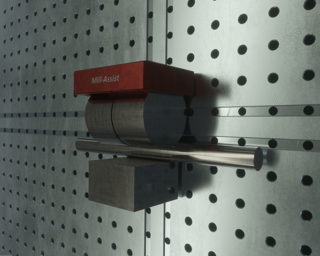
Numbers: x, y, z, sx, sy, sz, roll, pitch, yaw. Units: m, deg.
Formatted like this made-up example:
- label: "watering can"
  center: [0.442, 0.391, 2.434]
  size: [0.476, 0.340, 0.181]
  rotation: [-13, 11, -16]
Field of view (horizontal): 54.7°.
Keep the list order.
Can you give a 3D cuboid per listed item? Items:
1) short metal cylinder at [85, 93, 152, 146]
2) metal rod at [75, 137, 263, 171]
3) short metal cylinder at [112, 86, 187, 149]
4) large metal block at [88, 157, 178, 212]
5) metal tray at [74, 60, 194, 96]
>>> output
- label: "short metal cylinder"
  center: [-0.051, -0.016, 0.412]
  size: [0.050, 0.081, 0.079]
  rotation: [1, 91, 40]
- label: "metal rod"
  center: [-0.014, 0.029, 0.415]
  size: [0.300, 0.025, 0.025]
  rotation: [2, 91, 40]
- label: "short metal cylinder"
  center: [-0.011, -0.016, 0.379]
  size: [0.050, 0.081, 0.079]
  rotation: [2, 92, 40]
- label: "large metal block"
  center: [-0.033, 0.067, 0.395]
  size: [0.080, 0.081, 0.050]
  rotation: [1, 91, 40]
- label: "metal tray"
  center: [-0.034, -0.056, 0.390]
  size: [0.130, 0.091, 0.030]
  rotation: [2, 91, 40]
